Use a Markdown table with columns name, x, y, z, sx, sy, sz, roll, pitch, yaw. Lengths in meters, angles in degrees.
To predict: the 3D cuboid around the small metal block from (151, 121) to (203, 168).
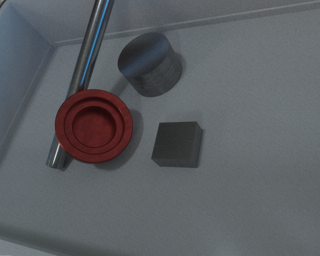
| name | x | y | z | sx | sy | sz | roll | pitch | yaw |
| --- | --- | --- | --- | --- | --- | --- | --- | --- | --- |
| small metal block | 0.022 | 0.020 | 0.381 | 0.050 | 0.025 | 0.050 | -1 | 61 | 27 |

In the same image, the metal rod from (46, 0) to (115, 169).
| name | x | y | z | sx | sy | sz | roll | pitch | yaw |
| --- | --- | --- | --- | --- | --- | --- | --- | --- | --- |
| metal rod | -0.106 | -0.085 | 0.436 | 0.025 | 0.025 | 0.298 | 24 | 98 | 36 |

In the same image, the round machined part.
| name | x | y | z | sx | sy | sz | roll | pitch | yaw |
| --- | --- | --- | --- | --- | --- | --- | --- | --- | --- |
| round machined part | -0.088 | 0.000 | 0.418 | 0.099 | 0.042 | 0.098 | 3 | 77 | -14 |

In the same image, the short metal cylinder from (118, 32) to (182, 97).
| name | x | y | z | sx | sy | sz | roll | pitch | yaw |
| --- | --- | --- | --- | --- | --- | --- | --- | --- | --- |
| short metal cylinder | -0.014 | -0.092 | 0.452 | 0.080 | 0.050 | 0.080 | -13 | 56 | 20 |
